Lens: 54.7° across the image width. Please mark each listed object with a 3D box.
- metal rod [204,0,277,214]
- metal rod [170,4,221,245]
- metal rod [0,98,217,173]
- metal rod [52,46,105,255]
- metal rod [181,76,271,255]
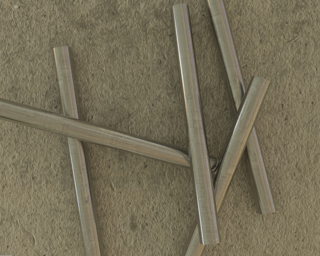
[{"bbox_3d":[0.106,-0.035,0.410,0.025,0.025,0.298,-14,90,0],"label":"metal rod"},{"bbox_3d":[0.043,-0.011,0.389,0.025,0.025,0.298,-7,82,0],"label":"metal rod"},{"bbox_3d":[-0.074,0.010,0.388,0.302,0.025,0.025,16,90,-9],"label":"metal rod"},{"bbox_3d":[-0.106,0.043,0.409,0.025,0.025,0.298,-9,90,0],"label":"metal rod"},{"bbox_3d":[0.073,0.080,0.395,0.025,0.025,0.298,20,96,0],"label":"metal rod"}]
